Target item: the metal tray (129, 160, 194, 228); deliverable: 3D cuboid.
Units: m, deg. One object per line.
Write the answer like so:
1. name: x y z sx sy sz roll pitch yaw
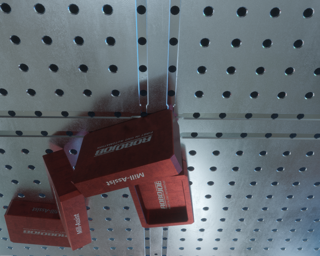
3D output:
1. metal tray: 0.005 0.111 0.501 0.090 0.030 0.129 -7 130 5

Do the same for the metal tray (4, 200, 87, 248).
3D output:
1. metal tray: -0.200 0.174 0.555 0.131 0.030 0.089 8 130 -7

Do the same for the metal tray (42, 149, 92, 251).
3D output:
1. metal tray: -0.135 0.107 0.456 0.030 0.090 0.129 -18 135 -25

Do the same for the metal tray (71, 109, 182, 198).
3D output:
1. metal tray: -0.040 0.030 0.394 0.130 0.090 0.030 -16 128 13
